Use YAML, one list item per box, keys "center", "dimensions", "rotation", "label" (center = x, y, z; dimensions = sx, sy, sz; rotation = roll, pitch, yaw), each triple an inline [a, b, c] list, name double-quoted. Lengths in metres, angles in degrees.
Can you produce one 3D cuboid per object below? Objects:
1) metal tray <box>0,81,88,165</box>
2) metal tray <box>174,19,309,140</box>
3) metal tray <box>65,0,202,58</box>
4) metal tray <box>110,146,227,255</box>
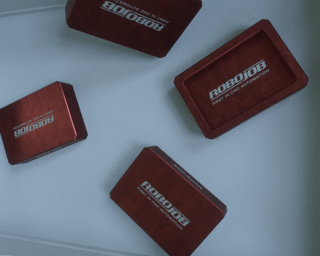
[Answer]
- center: [-0.182, -0.005, 0.472]
  dimensions: [0.130, 0.030, 0.090]
  rotation: [-21, 83, 18]
  label: "metal tray"
- center: [0.094, -0.055, 0.374]
  dimensions: [0.130, 0.030, 0.090]
  rotation: [-32, 80, 17]
  label: "metal tray"
- center: [-0.029, -0.138, 0.352]
  dimensions: [0.090, 0.131, 0.030]
  rotation: [-48, 44, 39]
  label: "metal tray"
- center: [0.009, 0.097, 0.405]
  dimensions: [0.130, 0.030, 0.090]
  rotation: [40, 102, 15]
  label: "metal tray"
